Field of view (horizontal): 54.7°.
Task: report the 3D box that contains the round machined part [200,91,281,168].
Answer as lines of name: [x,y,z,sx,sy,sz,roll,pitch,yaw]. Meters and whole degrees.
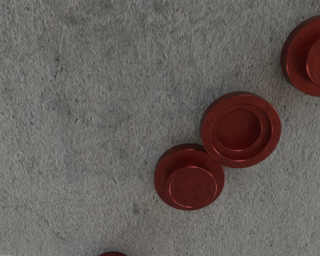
round machined part: [0.100,0.000,0.401,0.099,0.042,0.097,0,110,0]

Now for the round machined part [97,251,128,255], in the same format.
round machined part: [-0.075,0.235,0.487,0.099,0.042,0.097,0,110,0]

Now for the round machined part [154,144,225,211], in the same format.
round machined part: [0.041,0.074,0.428,0.099,0.042,0.097,0,110,0]

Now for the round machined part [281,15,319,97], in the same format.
round machined part: [0.202,-0.085,0.371,0.099,0.042,0.097,0,110,0]
